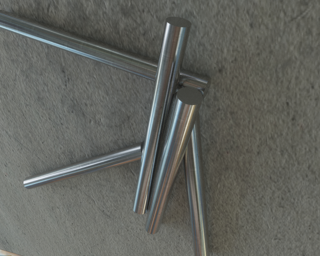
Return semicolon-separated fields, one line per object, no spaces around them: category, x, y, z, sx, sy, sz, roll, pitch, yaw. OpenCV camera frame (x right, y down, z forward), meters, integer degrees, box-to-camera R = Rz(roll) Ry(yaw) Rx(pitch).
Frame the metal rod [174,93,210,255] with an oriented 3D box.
metal rod;0.048;0.086;0.417;0.025;0.025;0.298;7;127;24

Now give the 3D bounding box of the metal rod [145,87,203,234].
metal rod;0.008;0.067;0.404;0.025;0.025;0.298;25;139;12

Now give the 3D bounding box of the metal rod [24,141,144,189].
metal rod;-0.136;0.069;0.518;0.300;0.025;0.025;-18;109;34

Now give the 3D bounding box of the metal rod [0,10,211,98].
metal rod;-0.082;-0.097;0.388;0.301;0.025;0.025;21;126;15

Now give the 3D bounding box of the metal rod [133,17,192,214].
metal rod;-0.006;0.012;0.388;0.025;0.025;0.298;23;131;13
